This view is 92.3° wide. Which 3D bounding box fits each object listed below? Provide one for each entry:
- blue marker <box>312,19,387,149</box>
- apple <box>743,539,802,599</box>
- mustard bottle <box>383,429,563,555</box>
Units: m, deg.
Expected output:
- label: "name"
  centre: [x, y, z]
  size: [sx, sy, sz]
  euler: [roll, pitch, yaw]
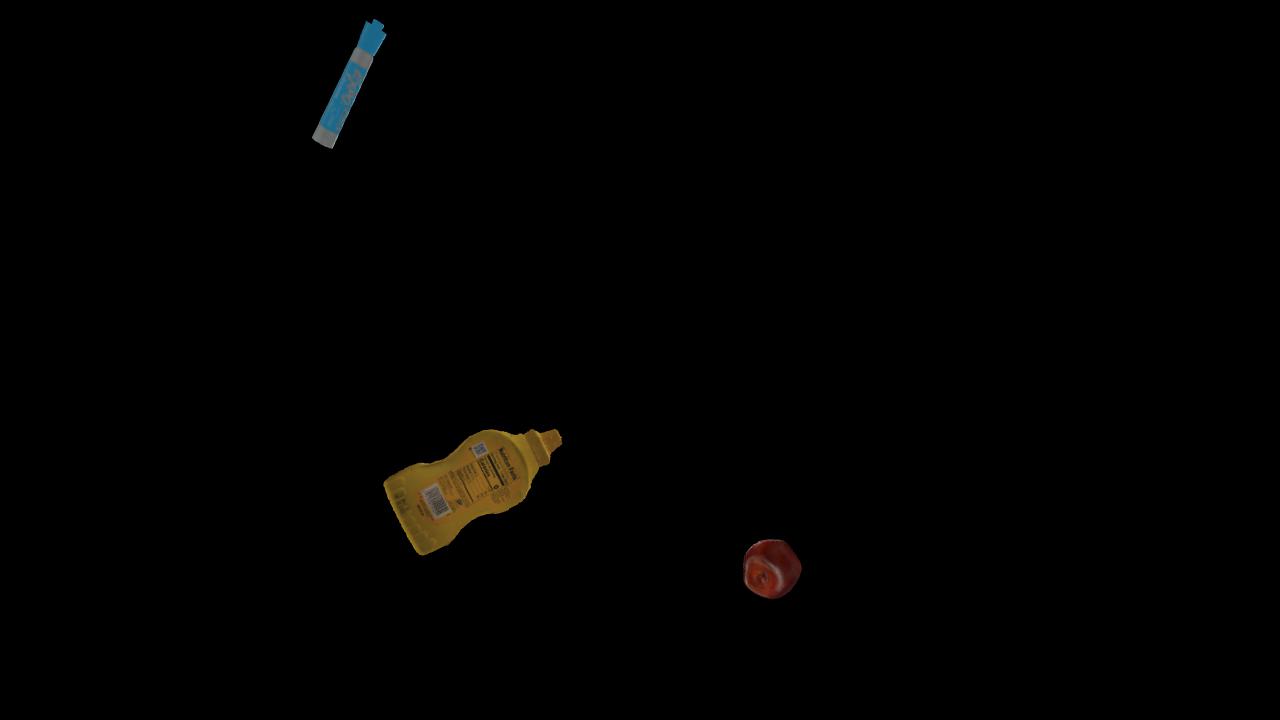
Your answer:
- label: "blue marker"
  centre: [-0.264, -0.251, 0.560]
  size: [0.020, 0.121, 0.020]
  euler: [31, 11, -7]
- label: "apple"
  centre: [0.186, 0.291, 0.865]
  size: [0.079, 0.079, 0.093]
  euler: [0, 3, 31]
- label: "mustard bottle"
  centre: [-0.167, 0.124, 0.658]
  size: [0.184, 0.092, 0.054]
  euler: [-27, -7, -15]
